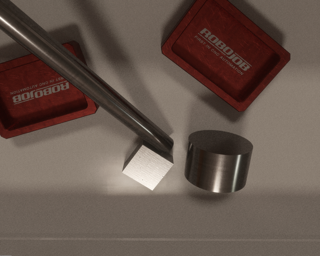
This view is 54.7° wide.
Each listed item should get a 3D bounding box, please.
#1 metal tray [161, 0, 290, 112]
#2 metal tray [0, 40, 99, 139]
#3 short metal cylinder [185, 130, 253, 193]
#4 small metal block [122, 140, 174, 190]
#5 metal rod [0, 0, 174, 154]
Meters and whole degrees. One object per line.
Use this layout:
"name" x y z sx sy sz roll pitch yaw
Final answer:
"metal tray" 0.078 -0.092 0.375 0.130 0.030 0.090 35 106 -13
"metal tray" -0.152 -0.047 0.389 0.131 0.030 0.089 -16 110 5
"short metal cylinder" 0.074 0.040 0.398 0.081 0.080 0.050 4 110 -2
"small metal block" -0.017 0.050 0.430 0.050 0.025 0.050 33 107 -12
"metal rod" -0.080 -0.052 0.328 0.025 0.025 0.301 -39 130 13
